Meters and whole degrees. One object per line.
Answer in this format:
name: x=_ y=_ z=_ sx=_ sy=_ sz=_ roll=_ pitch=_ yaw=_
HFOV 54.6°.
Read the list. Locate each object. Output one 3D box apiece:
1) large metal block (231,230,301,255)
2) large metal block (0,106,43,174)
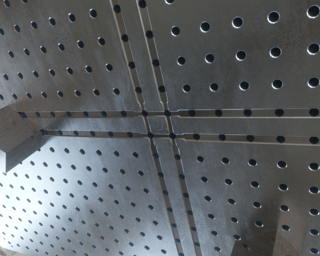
large metal block: x=0.139 y=0.198 z=0.425 sx=0.050 sy=0.080 sz=0.080 roll=47 pitch=129 yaw=-4
large metal block: x=-0.261 y=0.017 z=0.525 sx=0.080 sy=0.080 sz=0.050 roll=30 pitch=128 yaw=9
